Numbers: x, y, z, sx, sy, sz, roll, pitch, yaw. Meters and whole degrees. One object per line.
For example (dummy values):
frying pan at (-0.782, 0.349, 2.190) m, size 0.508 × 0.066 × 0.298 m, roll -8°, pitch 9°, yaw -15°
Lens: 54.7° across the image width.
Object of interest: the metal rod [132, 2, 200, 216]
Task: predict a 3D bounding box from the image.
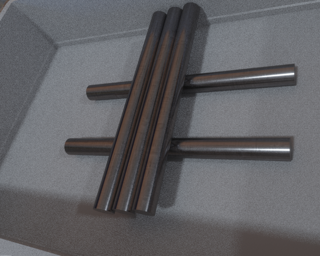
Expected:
metal rod at (0.014, -0.042, 0.389) m, size 0.025 × 0.025 × 0.300 m, roll -1°, pitch 61°, yaw 28°

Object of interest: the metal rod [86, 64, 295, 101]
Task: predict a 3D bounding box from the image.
metal rod at (0.023, -0.060, 0.429) m, size 0.300 × 0.025 × 0.025 m, roll -1°, pitch 61°, yaw 27°

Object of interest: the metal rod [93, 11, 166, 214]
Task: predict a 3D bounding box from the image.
metal rod at (-0.031, -0.038, 0.411) m, size 0.025 × 0.025 × 0.300 m, roll -1°, pitch 61°, yaw 28°

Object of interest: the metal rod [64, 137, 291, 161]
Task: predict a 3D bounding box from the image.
metal rod at (0.002, 0.025, 0.389) m, size 0.300 × 0.025 × 0.025 m, roll -1°, pitch 61°, yaw 27°

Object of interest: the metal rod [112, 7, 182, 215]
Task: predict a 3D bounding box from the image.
metal rod at (-0.008, -0.040, 0.400) m, size 0.025 × 0.025 × 0.300 m, roll -1°, pitch 61°, yaw 28°
